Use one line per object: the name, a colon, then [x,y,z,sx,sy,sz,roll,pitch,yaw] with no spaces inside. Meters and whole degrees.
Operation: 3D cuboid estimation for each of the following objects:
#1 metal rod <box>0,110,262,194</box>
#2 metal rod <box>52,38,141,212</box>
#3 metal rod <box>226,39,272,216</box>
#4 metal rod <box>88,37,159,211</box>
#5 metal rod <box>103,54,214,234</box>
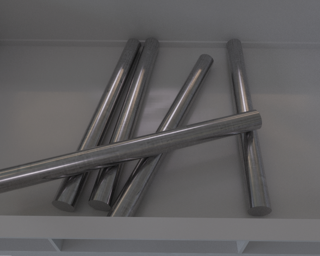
metal rod: [-0.026,0.023,0.351,0.302,0.025,0.025,-13,51,-11]
metal rod: [-0.074,-0.028,0.428,0.025,0.025,0.300,9,50,7]
metal rod: [0.115,-0.026,0.426,0.025,0.025,0.300,3,50,2]
metal rod: [-0.039,-0.029,0.429,0.025,0.025,0.300,8,50,6]
metal rod: [0.013,-0.003,0.407,0.025,0.025,0.301,19,52,15]
